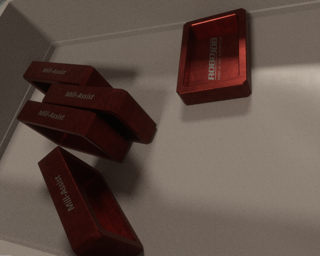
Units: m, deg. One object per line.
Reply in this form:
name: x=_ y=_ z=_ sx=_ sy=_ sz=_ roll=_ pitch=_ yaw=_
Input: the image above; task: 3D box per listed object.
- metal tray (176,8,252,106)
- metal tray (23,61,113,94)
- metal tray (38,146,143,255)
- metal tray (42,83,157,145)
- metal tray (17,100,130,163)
metal tray: x=0.075 y=-0.098 z=0.422 sx=0.090 sy=0.030 sz=0.130 roll=-6 pitch=59 yaw=24
metal tray: x=-0.128 y=-0.058 z=0.464 sx=0.130 sy=0.090 sz=0.030 roll=11 pitch=68 yaw=32
metal tray: x=-0.079 y=0.087 z=0.350 sx=0.030 sy=0.090 sz=0.130 roll=-41 pitch=51 yaw=0
metal tray: x=-0.081 y=-0.019 z=0.416 sx=0.130 sy=0.090 sz=0.030 roll=9 pitch=66 yaw=31
metal tray: x=-0.117 y=0.005 z=0.420 sx=0.130 sy=0.090 sz=0.030 roll=10 pitch=67 yaw=32
